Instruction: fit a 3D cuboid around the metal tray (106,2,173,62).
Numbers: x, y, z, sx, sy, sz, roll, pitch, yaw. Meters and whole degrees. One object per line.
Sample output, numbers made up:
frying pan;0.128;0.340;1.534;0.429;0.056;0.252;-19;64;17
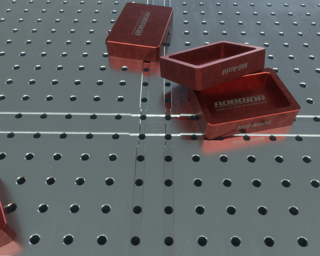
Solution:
metal tray;-0.032;-0.174;0.550;0.090;0.030;0.130;10;51;7

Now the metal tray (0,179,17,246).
metal tray;-0.228;0.101;0.316;0.131;0.030;0.090;-24;54;-19

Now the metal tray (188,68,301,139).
metal tray;0.114;-0.037;0.437;0.131;0.030;0.090;-10;51;-9

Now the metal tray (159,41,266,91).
metal tray;0.077;-0.095;0.453;0.131;0.030;0.090;-21;31;-28
